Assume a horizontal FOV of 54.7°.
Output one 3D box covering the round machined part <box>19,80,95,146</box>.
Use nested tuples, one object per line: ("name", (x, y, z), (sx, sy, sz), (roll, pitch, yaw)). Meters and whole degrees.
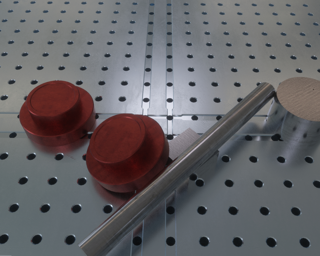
("round machined part", (-0.139, -0.027, 0.418), (0.099, 0.042, 0.098), (0, 50, 0))

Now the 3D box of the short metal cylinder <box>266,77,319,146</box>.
("short metal cylinder", (0.189, -0.023, 0.412), (0.081, 0.050, 0.080), (0, 50, 0))

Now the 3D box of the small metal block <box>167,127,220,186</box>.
("small metal block", (0.035, 0.034, 0.379), (0.050, 0.025, 0.050), (-34, 58, -26))

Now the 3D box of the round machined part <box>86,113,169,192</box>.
("round machined part", (-0.042, 0.021, 0.361), (0.098, 0.042, 0.098), (-10, 51, 13))

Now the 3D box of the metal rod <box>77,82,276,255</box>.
("metal rod", (0.039, 0.032, 0.348), (0.025, 0.025, 0.302), (37, 59, 27))
